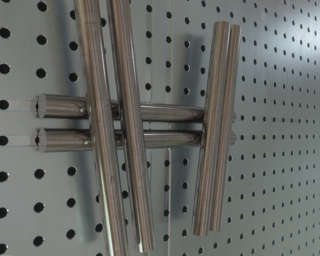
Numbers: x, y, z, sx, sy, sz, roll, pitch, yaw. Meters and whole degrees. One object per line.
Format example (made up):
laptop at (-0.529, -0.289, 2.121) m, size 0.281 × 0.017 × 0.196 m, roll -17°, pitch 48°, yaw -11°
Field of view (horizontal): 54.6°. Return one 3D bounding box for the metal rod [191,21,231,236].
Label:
metal rod at (0.073, -0.003, 0.437) m, size 0.025 × 0.025 × 0.299 m, roll 12°, pitch 83°, yaw -39°

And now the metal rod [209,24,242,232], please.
metal rod at (0.093, -0.004, 0.454) m, size 0.025 × 0.025 × 0.299 m, roll 12°, pitch 83°, yaw -39°

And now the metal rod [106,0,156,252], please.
metal rod at (-0.032, -0.008, 0.349) m, size 0.025 × 0.025 × 0.298 m, roll -10°, pitch 97°, yaw -39°

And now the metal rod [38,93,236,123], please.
metal rod at (-0.002, -0.020, 0.407) m, size 0.302 × 0.025 × 0.025 m, roll 1°, pitch 90°, yaw -40°

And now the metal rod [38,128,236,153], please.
metal rod at (-0.002, 0.015, 0.407) m, size 0.302 × 0.025 × 0.025 m, roll 1°, pitch 90°, yaw -40°

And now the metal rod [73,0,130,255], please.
metal rod at (-0.061, -0.006, 0.325) m, size 0.025 × 0.025 × 0.298 m, roll -11°, pitch 97°, yaw -39°
